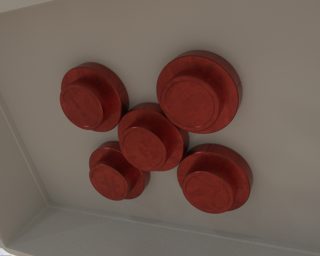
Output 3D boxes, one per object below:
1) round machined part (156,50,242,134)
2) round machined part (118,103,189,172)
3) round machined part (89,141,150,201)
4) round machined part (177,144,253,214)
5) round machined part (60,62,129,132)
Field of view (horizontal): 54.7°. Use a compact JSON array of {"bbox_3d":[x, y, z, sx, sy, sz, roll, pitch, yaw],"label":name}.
[{"bbox_3d":[0.040,-0.035,0.352,0.098,0.042,0.097,13,124,20],"label":"round machined part"},{"bbox_3d":[-0.014,0.019,0.413,0.098,0.042,0.097,13,124,20],"label":"round machined part"},{"bbox_3d":[-0.068,0.072,0.475,0.098,0.042,0.097,13,124,20],"label":"round machined part"},{"bbox_3d":[0.067,0.072,0.404,0.098,0.042,0.097,13,124,20],"label":"round machined part"},{"bbox_3d":[-0.096,-0.036,0.422,0.098,0.042,0.097,13,124,20],"label":"round machined part"}]
